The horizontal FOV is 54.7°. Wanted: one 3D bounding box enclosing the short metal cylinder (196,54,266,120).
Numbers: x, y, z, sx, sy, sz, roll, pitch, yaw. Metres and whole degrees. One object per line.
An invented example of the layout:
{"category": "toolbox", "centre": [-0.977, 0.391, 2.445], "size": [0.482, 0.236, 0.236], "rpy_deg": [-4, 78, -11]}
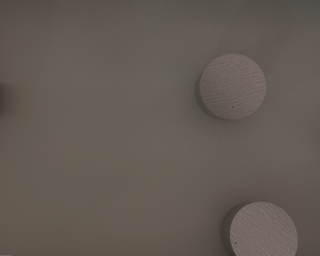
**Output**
{"category": "short metal cylinder", "centre": [0.088, -0.050, 0.399], "size": [0.081, 0.050, 0.080], "rpy_deg": [0, 90, 0]}

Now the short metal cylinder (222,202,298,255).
{"category": "short metal cylinder", "centre": [0.123, 0.135, 0.390], "size": [0.081, 0.050, 0.080], "rpy_deg": [0, 74, -1]}
